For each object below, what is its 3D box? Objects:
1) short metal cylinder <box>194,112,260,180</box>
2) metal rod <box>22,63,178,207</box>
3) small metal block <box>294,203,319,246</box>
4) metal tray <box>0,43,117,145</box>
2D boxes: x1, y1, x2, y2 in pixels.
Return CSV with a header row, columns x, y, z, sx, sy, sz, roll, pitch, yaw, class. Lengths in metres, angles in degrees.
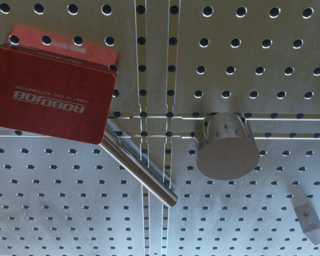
x,y,z,sx,sy,sz,roll,pitch,yaw,class
0.087,0.026,0.418,0.081,0.050,0.079,0,130,0,short metal cylinder
-0.064,0.026,0.432,0.025,0.025,0.300,-27,125,21,metal rod
0.264,0.168,0.540,0.025,0.050,0.050,-31,124,24,small metal block
-0.123,-0.037,0.357,0.131,0.030,0.089,12,110,-11,metal tray
